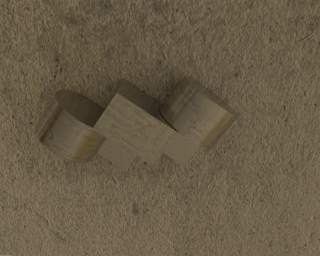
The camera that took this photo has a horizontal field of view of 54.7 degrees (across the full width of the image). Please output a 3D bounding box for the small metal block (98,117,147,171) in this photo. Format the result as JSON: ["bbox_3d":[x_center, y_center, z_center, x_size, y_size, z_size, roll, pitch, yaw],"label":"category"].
[{"bbox_3d":[-0.052,0.021,0.419,0.050,0.025,0.050,34,107,-12],"label":"small metal block"}]

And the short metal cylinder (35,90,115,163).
[{"bbox_3d":[-0.103,-0.003,0.380,0.080,0.080,0.050,33,107,-12],"label":"short metal cylinder"}]

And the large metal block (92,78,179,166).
[{"bbox_3d":[-0.027,-0.011,0.378,0.080,0.080,0.050,33,107,-12],"label":"large metal block"}]

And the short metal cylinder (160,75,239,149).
[{"bbox_3d":[0.047,-0.020,0.375,0.080,0.080,0.050,34,107,-12],"label":"short metal cylinder"}]

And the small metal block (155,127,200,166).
[{"bbox_3d":[0.026,0.015,0.417,0.050,0.025,0.050,34,107,-12],"label":"small metal block"}]
